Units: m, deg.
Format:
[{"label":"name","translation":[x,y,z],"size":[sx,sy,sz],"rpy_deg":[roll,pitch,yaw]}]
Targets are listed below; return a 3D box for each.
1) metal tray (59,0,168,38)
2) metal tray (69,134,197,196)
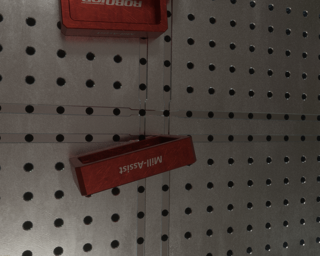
[{"label":"metal tray","translation":[-0.058,-0.163,0.388],"size":[0.131,0.030,0.089],"rpy_deg":[-5,92,-20]},{"label":"metal tray","translation":[-0.035,0.038,0.366],"size":[0.131,0.090,0.030],"rpy_deg":[-14,95,-20]}]
